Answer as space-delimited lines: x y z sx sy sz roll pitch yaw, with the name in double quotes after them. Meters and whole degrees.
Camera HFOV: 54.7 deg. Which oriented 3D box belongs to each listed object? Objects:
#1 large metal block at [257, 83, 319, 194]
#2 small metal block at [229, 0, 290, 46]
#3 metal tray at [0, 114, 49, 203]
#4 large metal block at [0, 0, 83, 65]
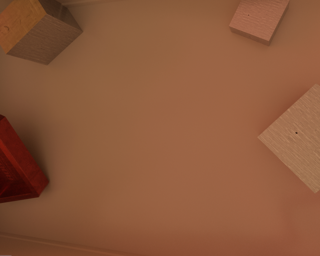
0.167 0.010 0.339 0.080 0.050 0.080 -46 76 14 "large metal block"
0.118 -0.133 0.369 0.050 0.025 0.050 28 99 17 "small metal block"
-0.236 0.050 0.454 0.090 0.030 0.129 -12 118 19 "metal tray"
-0.173 -0.141 0.440 0.080 0.080 0.050 -37 79 16 "large metal block"
